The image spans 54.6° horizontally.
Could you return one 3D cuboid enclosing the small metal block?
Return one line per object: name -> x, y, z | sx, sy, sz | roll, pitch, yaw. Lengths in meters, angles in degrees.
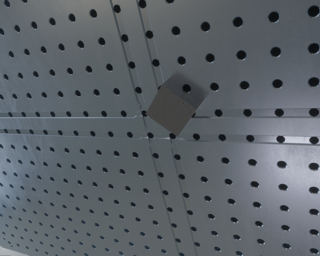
small metal block -> 0.017, -0.026, 0.387 | 0.050, 0.025, 0.050 | 36, 129, 4
